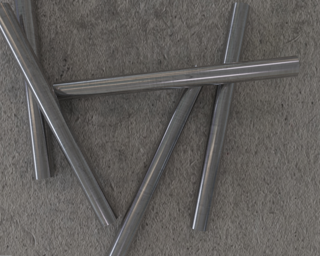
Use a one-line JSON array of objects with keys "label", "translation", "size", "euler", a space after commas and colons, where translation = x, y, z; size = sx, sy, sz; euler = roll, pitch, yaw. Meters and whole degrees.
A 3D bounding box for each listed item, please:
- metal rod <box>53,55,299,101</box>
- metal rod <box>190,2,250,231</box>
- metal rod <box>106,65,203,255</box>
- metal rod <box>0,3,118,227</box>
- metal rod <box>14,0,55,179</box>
[{"label": "metal rod", "translation": [0.013, -0.061, 0.388], "size": [0.301, 0.025, 0.025], "euler": [-5, 90, 8]}, {"label": "metal rod", "translation": [0.079, -0.014, 0.410], "size": [0.025, 0.025, 0.298], "euler": [11, 90, 0]}, {"label": "metal rod", "translation": [-0.008, 0.059, 0.409], "size": [0.025, 0.025, 0.299], "euler": [24, 90, 0]}, {"label": "metal rod", "translation": [-0.130, -0.011, 0.392], "size": [0.025, 0.025, 0.299], "euler": [-25, 97, 0]}, {"label": "metal rod", "translation": [-0.169, -0.083, 0.408], "size": [0.025, 0.025, 0.298], "euler": [-7, 90, 0]}]
